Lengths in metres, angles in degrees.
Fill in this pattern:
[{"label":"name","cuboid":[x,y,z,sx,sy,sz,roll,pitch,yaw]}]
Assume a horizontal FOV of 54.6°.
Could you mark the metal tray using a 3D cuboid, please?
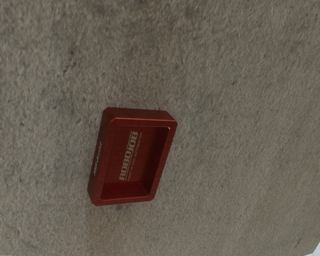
[{"label":"metal tray","cuboid":[-0.038,0.039,0.406,0.091,0.030,0.129,2,118,-29]}]
